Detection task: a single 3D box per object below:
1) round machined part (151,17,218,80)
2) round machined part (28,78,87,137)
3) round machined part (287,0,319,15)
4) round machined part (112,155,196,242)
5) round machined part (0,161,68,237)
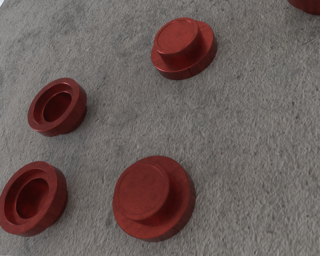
[{"bbox_3d":[0.030,-0.121,0.452,0.098,0.042,0.098,-13,56,21],"label":"round machined part"},{"bbox_3d":[-0.157,-0.029,0.493,0.098,0.042,0.098,-13,56,21],"label":"round machined part"},{"bbox_3d":[0.212,-0.184,0.394,0.098,0.042,0.098,-13,56,21],"label":"round machined part"},{"bbox_3d":[-0.013,0.076,0.353,0.098,0.042,0.098,-13,56,21],"label":"round machined part"},{"bbox_3d":[-0.166,0.098,0.421,0.098,0.042,0.098,-13,56,21],"label":"round machined part"}]
